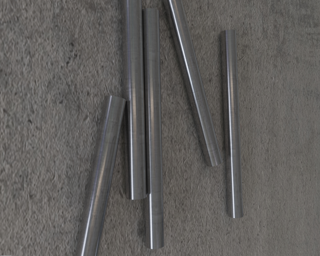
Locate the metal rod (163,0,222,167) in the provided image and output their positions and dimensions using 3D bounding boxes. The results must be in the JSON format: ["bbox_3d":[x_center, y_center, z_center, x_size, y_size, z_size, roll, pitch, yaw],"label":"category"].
[{"bbox_3d":[0.042,-0.086,0.439,0.025,0.025,0.298,-27,107,-37],"label":"metal rod"}]

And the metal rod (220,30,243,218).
[{"bbox_3d":[0.116,-0.005,0.501,0.025,0.025,0.298,-5,93,-40],"label":"metal rod"}]

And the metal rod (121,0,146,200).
[{"bbox_3d":[-0.032,-0.064,0.376,0.025,0.025,0.298,-2,92,-40],"label":"metal rod"}]

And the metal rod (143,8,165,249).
[{"bbox_3d":[-0.010,0.002,0.395,0.025,0.025,0.298,-2,92,-40],"label":"metal rod"}]

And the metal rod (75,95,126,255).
[{"bbox_3d":[-0.075,0.112,0.341,0.025,0.025,0.299,15,80,-39],"label":"metal rod"}]
